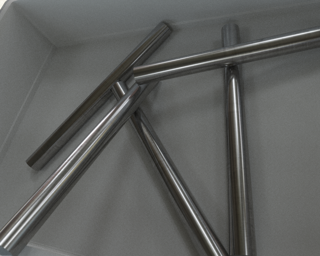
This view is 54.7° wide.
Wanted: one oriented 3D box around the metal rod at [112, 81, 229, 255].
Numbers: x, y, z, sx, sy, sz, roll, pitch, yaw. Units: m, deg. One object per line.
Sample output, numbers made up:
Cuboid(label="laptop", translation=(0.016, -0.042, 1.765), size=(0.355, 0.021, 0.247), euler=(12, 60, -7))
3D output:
Cuboid(label="metal rod", translation=(-0.001, 0.038, 0.382), size=(0.025, 0.025, 0.300), euler=(-36, 51, 5))

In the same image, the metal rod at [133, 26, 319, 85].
Cuboid(label="metal rod", translation=(0.114, -0.094, 0.375), size=(0.301, 0.025, 0.025), euler=(-10, 57, 12))

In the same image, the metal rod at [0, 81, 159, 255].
Cuboid(label="metal rod", translation=(-0.069, 0.011, 0.357), size=(0.025, 0.025, 0.301), euler=(1, 37, 29))

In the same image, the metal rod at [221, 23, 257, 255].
Cuboid(label="metal rod", translation=(0.089, -0.009, 0.364), size=(0.025, 0.025, 0.299), euler=(-9, 57, 23))

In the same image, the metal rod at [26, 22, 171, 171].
Cuboid(label="metal rod", translation=(-0.093, -0.052, 0.486), size=(0.300, 0.025, 0.025), euler=(-47, 51, -5))
